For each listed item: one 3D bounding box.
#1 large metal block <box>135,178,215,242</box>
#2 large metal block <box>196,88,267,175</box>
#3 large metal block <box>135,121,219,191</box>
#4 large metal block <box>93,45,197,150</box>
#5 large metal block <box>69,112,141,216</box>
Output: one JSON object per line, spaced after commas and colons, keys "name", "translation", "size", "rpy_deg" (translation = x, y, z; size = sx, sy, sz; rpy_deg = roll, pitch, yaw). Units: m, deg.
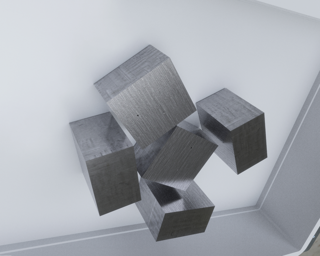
{"name": "large metal block", "translation": [0.019, 0.111, 0.453], "size": [0.081, 0.080, 0.050], "rpy_deg": [1, 118, -29]}
{"name": "large metal block", "translation": [0.099, 0.003, 0.429], "size": [0.050, 0.080, 0.080], "rpy_deg": [-28, 128, -11]}
{"name": "large metal block", "translation": [0.018, 0.031, 0.421], "size": [0.080, 0.050, 0.080], "rpy_deg": [25, 105, -37]}
{"name": "large metal block", "translation": [-0.016, -0.035, 0.361], "size": [0.080, 0.050, 0.080], "rpy_deg": [-36, 130, -4]}
{"name": "large metal block", "translation": [-0.064, 0.039, 0.362], "size": [0.050, 0.080, 0.079], "rpy_deg": [-18, 126, -19]}
